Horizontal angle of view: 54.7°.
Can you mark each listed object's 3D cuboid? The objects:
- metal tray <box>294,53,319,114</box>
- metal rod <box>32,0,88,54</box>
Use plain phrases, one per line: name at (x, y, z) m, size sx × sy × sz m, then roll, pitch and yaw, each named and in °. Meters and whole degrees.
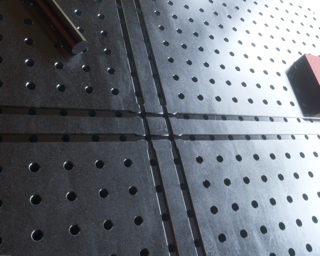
metal tray at (0.343, -0.090, 0.644) m, size 0.091 × 0.030 × 0.130 m, roll 4°, pitch 60°, yaw -26°
metal rod at (-0.199, -0.224, 0.437) m, size 0.025 × 0.025 × 0.300 m, roll -32°, pitch 80°, yaw -38°
